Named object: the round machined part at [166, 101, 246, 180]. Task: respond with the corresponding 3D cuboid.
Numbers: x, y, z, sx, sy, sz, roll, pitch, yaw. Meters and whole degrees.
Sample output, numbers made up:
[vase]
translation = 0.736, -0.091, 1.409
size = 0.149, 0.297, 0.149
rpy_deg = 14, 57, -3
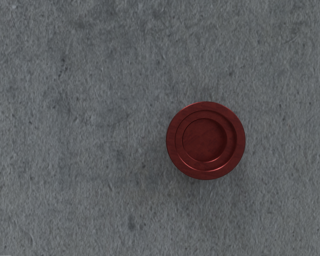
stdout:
[round machined part]
translation = 0.057, 0.016, 0.402
size = 0.099, 0.042, 0.097
rpy_deg = 0, 90, -1
